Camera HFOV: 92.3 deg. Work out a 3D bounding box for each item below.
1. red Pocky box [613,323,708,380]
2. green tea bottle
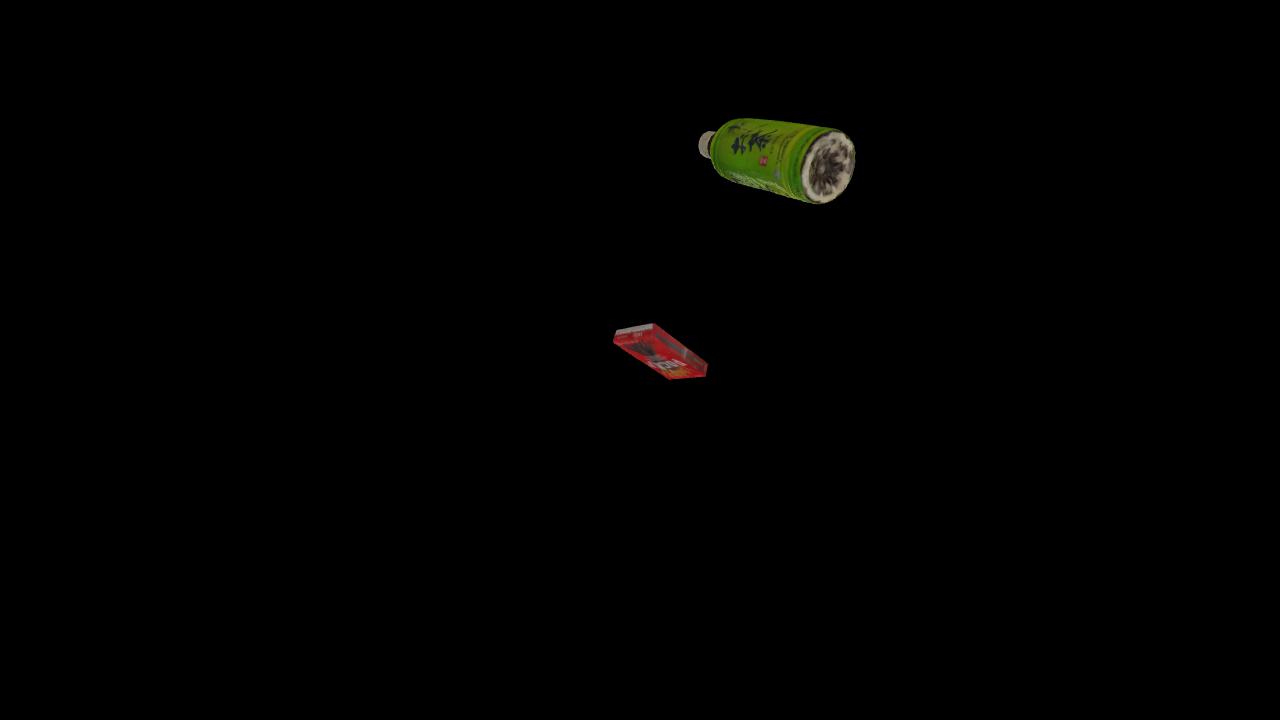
[{"bbox_3d":[0.037,-0.010,1.012,0.083,0.028,0.155,-9,-30,40],"label":"red Pocky box"},{"bbox_3d":[0.131,-0.218,0.655,0.073,0.073,0.212,0,22,-27],"label":"green tea bottle"}]
